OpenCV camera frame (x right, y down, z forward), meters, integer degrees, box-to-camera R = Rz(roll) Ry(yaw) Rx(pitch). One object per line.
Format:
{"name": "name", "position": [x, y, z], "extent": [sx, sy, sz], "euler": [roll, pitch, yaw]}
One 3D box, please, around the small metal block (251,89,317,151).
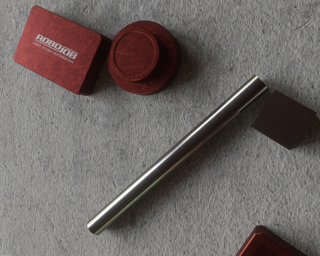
{"name": "small metal block", "position": [0.142, -0.009, 0.359], "extent": [0.050, 0.025, 0.050], "euler": [34, 101, 16]}

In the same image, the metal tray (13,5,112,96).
{"name": "metal tray", "position": [-0.145, -0.114, 0.456], "extent": [0.130, 0.030, 0.090], "euler": [28, 99, 17]}

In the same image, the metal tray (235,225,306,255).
{"name": "metal tray", "position": [0.119, 0.194, 0.363], "extent": [0.090, 0.030, 0.129], "euler": [33, 100, 16]}

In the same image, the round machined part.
{"name": "round machined part", "position": [-0.026, -0.094, 0.408], "extent": [0.098, 0.042, 0.097], "euler": [0, 90, 19]}

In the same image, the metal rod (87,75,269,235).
{"name": "metal rod", "position": [0.013, 0.044, 0.403], "extent": [0.299, 0.025, 0.025], "euler": [-42, 77, 14]}
